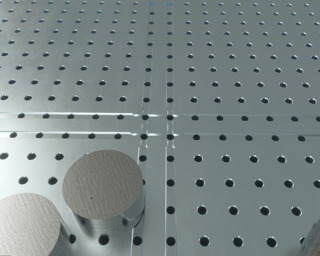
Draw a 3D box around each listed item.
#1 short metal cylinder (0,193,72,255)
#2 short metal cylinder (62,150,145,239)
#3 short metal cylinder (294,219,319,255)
[{"bbox_3d":[-0.131,0.110,0.298,0.081,0.050,0.080,0,50,0],"label":"short metal cylinder"},{"bbox_3d":[-0.058,0.070,0.332,0.081,0.050,0.080,0,50,0],"label":"short metal cylinder"},{"bbox_3d":[0.162,0.125,0.268,0.080,0.080,0.050,35,58,25],"label":"short metal cylinder"}]
